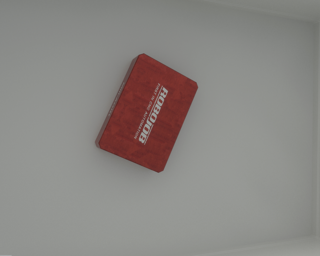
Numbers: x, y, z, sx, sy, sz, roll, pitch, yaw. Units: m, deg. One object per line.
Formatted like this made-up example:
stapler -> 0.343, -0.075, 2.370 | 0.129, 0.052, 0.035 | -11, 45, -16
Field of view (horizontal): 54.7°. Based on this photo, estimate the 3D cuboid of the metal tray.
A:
metal tray -> -0.016, -0.018, 0.403 | 0.090, 0.030, 0.130 | 26, 81, -19
